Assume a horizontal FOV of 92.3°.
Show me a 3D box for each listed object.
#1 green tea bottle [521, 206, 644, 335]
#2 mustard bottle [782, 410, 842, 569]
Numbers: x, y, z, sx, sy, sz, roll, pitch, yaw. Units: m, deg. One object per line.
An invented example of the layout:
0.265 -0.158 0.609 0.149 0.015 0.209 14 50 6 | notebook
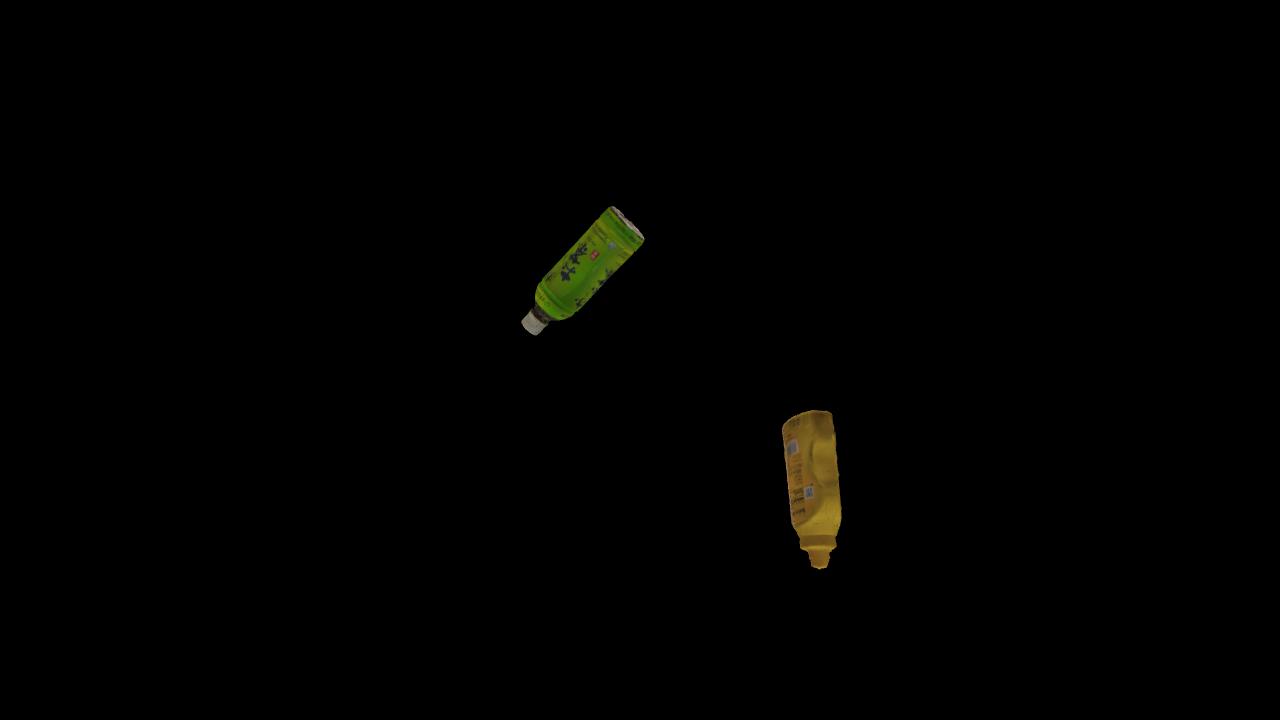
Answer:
-0.088 -0.118 0.871 0.212 0.073 0.073 -45 -14 14 | green tea bottle
0.213 0.161 0.759 0.054 0.184 0.092 9 -25 -16 | mustard bottle
